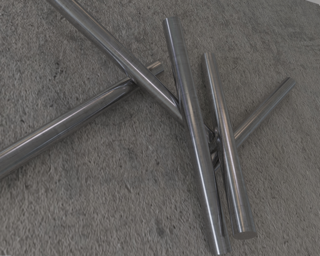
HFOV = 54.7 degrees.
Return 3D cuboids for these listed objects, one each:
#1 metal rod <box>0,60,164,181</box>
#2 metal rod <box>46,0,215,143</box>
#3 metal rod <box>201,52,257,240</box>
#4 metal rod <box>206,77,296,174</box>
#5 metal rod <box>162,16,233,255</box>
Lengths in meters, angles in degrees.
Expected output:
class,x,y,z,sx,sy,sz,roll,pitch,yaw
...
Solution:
class,x,y,z,sx,sy,sz,roll,pitch,yaw
metal rod,-0.095,-0.013,0.360,0.025,0.025,0.302,47,51,4
metal rod,-0.040,-0.081,0.393,0.300,0.025,0.025,42,50,-15
metal rod,0.085,-0.001,0.423,0.025,0.025,0.300,15,47,-20
metal rod,0.150,-0.013,0.491,0.025,0.025,0.302,48,51,5
metal rod,0.043,-0.001,0.388,0.025,0.025,0.299,-4,76,-30
